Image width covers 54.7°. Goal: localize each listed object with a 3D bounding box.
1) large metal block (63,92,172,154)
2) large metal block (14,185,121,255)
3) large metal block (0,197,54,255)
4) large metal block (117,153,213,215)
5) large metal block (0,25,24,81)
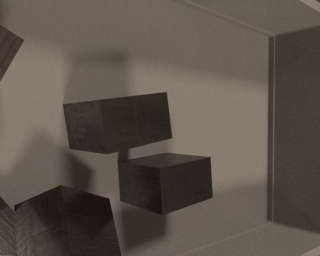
[{"bbox_3d":[-0.046,-0.007,0.334,0.081,0.080,0.050,-12,98,-40],"label":"large metal block"},{"bbox_3d":[-0.080,0.106,0.284,0.080,0.050,0.080,43,26,-60],"label":"large metal block"},{"bbox_3d":[-0.141,0.117,0.246,0.080,0.050,0.080,61,13,-23],"label":"large metal block"},{"bbox_3d":[0.006,0.063,0.378,0.081,0.080,0.050,-6,94,-40],"label":"large metal block"},{"bbox_3d":[-0.159,-0.042,0.238,0.050,0.080,0.080,33,69,-36],"label":"large metal block"}]
